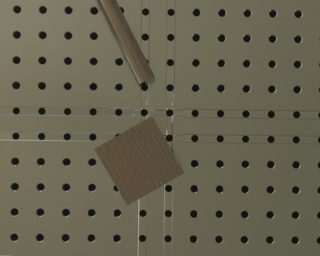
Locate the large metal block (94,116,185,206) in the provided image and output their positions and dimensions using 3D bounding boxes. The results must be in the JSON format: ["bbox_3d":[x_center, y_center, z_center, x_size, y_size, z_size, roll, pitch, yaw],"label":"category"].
[{"bbox_3d":[-0.025,0.040,0.401,0.080,0.050,0.080,-30,90,0],"label":"large metal block"}]

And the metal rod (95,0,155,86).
[{"bbox_3d":[-0.085,-0.195,0.412,0.025,0.025,0.299,-27,90,0],"label":"metal rod"}]
